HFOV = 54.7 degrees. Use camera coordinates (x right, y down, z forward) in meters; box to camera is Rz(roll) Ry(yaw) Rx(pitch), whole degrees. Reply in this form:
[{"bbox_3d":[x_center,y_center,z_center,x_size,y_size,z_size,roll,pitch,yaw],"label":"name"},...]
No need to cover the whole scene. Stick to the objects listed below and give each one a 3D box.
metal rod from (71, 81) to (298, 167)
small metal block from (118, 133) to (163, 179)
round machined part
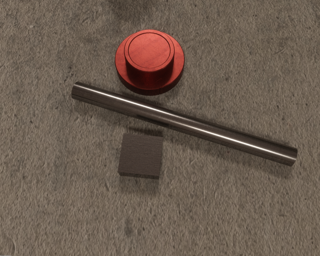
[{"bbox_3d":[0.027,-0.007,0.411,0.301,0.025,0.025,17,71,6],"label":"metal rod"},{"bbox_3d":[-0.024,0.036,0.395,0.050,0.025,0.050,6,70,1],"label":"small metal block"},{"bbox_3d":[-0.014,-0.098,0.435,0.099,0.042,0.098,0,70,-1],"label":"round machined part"}]
